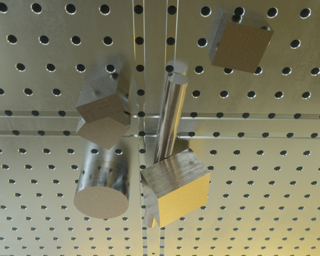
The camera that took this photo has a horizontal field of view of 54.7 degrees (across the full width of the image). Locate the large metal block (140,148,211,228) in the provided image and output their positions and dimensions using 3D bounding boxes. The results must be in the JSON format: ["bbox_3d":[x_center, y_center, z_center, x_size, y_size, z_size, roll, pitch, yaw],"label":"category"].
[{"bbox_3d":[0.022,0.086,0.443,0.081,0.050,0.080,-23,139,-19],"label":"large metal block"}]

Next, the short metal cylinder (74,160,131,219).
[{"bbox_3d":[-0.086,0.095,0.475,0.081,0.050,0.079,0,130,0],"label":"short metal cylinder"}]

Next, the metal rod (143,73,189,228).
[{"bbox_3d":[0.002,0.055,0.458,0.025,0.025,0.298,5,130,-5],"label":"metal rod"}]

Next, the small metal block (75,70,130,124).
[{"bbox_3d":[-0.066,-0.037,0.363,0.050,0.050,0.025,-17,128,14],"label":"small metal block"}]

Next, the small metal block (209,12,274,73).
[{"bbox_3d":[0.086,-0.091,0.335,0.050,0.025,0.050,9,130,-8],"label":"small metal block"}]

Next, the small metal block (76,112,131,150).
[{"bbox_3d":[-0.074,-0.004,0.406,0.050,0.025,0.050,30,124,-25],"label":"small metal block"}]
